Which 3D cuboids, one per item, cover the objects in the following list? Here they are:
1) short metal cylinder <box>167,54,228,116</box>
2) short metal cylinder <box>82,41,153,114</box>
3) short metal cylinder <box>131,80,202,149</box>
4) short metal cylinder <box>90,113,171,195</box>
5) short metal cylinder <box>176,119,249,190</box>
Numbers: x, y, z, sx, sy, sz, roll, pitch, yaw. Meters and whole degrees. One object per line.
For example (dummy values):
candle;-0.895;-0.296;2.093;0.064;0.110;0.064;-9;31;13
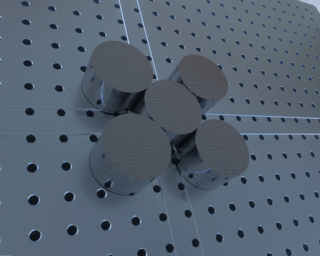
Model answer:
short metal cylinder;0.052;-0.061;0.456;0.081;0.050;0.080;14;56;-21
short metal cylinder;-0.056;-0.065;0.402;0.081;0.050;0.080;14;56;-21
short metal cylinder;0.007;-0.016;0.407;0.081;0.050;0.080;14;56;-21
short metal cylinder;-0.034;0.030;0.355;0.081;0.050;0.080;14;56;-21
short metal cylinder;0.069;0.035;0.409;0.081;0.050;0.080;14;56;-21
